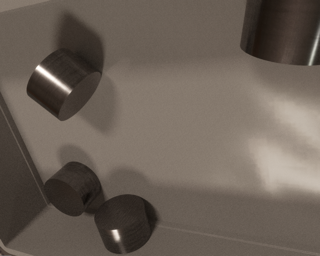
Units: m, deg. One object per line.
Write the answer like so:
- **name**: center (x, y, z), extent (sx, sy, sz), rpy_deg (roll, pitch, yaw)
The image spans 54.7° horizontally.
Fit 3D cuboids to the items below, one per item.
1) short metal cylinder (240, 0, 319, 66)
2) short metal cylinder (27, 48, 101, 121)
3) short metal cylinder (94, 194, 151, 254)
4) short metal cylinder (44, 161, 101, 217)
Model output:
- **short metal cylinder**: center (0.112, -0.090, 0.258), extent (0.080, 0.080, 0.050), rpy_deg (14, 124, 20)
- **short metal cylinder**: center (-0.123, -0.056, 0.401), extent (0.050, 0.080, 0.080), rpy_deg (38, 129, 2)
- **short metal cylinder**: center (-0.058, 0.152, 0.496), extent (0.080, 0.080, 0.050), rpy_deg (1, 119, 27)
- **short metal cylinder**: center (-0.150, 0.105, 0.534), extent (0.080, 0.050, 0.079), rpy_deg (13, 124, 20)
